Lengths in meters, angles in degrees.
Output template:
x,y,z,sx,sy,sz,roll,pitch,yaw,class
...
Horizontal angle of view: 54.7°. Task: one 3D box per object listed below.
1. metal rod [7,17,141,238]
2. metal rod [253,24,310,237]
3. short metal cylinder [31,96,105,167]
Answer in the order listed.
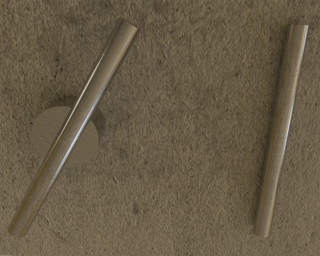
x,y,z,sx,sy,sz,roll,pitch,yaw,class
-0.108,0.013,0.360,0.025,0.025,0.298,30,107,-11,metal rod
0.159,0.018,0.417,0.025,0.025,0.298,2,110,-1,metal rod
-0.114,0.003,0.397,0.081,0.050,0.079,0,110,0,short metal cylinder
